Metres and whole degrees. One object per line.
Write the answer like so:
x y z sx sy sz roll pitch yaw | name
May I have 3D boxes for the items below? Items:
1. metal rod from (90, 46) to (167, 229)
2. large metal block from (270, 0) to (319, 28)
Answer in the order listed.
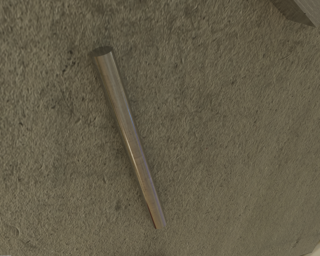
-0.031 0.036 0.412 0.025 0.025 0.298 -25 128 -13 | metal rod
0.178 -0.183 0.375 0.080 0.050 0.080 24 105 -37 | large metal block
